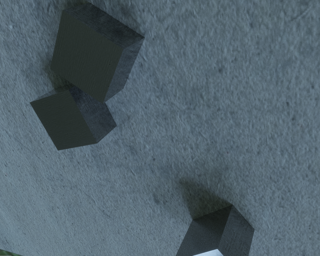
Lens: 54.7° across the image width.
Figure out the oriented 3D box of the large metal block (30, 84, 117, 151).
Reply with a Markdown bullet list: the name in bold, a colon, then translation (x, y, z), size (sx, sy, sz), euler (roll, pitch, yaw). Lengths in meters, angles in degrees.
- **large metal block**: translation (-0.122, -0.019, 0.441), size (0.080, 0.050, 0.080), euler (-11, 113, 32)

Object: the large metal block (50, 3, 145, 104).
- **large metal block**: translation (-0.077, -0.090, 0.374), size (0.080, 0.050, 0.079), euler (34, 129, 5)

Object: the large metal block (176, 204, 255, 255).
- **large metal block**: translation (0.076, 0.163, 0.431), size (0.050, 0.080, 0.080), euler (49, 128, -7)
